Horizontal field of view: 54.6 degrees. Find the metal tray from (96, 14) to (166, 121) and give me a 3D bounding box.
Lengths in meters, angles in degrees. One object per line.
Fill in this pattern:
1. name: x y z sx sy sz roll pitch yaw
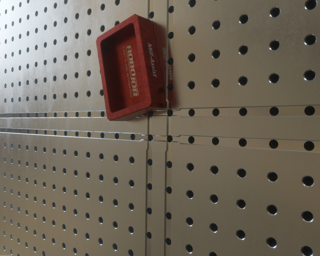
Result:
1. metal tray: -0.044 -0.082 0.443 0.090 0.030 0.129 -16 80 39
